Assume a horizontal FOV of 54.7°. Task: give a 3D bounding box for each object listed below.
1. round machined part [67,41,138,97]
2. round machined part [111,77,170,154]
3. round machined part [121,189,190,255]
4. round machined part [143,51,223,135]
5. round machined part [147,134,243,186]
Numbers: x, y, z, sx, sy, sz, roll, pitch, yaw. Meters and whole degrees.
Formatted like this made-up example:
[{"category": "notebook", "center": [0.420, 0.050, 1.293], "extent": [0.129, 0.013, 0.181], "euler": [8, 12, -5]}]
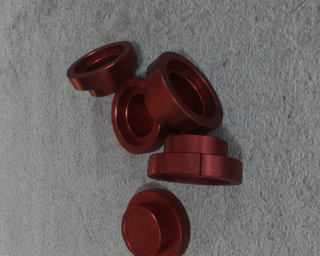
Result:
[{"category": "round machined part", "center": [-0.076, -0.079, 0.434], "extent": [0.098, 0.098, 0.042], "euler": [7, 135, 39]}, {"category": "round machined part", "center": [-0.018, -0.017, 0.403], "extent": [0.098, 0.042, 0.097], "euler": [6, 98, 46]}, {"category": "round machined part", "center": [-0.012, 0.131, 0.404], "extent": [0.098, 0.042, 0.097], "euler": [0, 90, 40]}, {"category": "round machined part", "center": [0.021, -0.032, 0.340], "extent": [0.042, 0.099, 0.098], "euler": [-36, 68, 33]}, {"category": "round machined part", "center": [0.037, 0.035, 0.329], "extent": [0.098, 0.098, 0.042], "euler": [-8, 71, 40]}]
